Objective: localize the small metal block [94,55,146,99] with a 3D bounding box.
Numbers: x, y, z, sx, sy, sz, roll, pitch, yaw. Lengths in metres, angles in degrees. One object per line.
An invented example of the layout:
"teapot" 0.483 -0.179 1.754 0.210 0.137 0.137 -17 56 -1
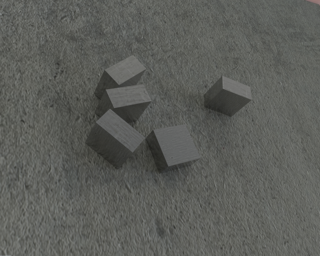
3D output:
"small metal block" -0.052 -0.060 0.396 0.025 0.050 0.050 47 51 4

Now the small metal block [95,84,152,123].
"small metal block" -0.046 -0.026 0.379 0.050 0.050 0.025 -14 69 -34

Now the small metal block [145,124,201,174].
"small metal block" 0.017 0.026 0.397 0.050 0.025 0.050 -10 67 -32

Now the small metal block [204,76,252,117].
"small metal block" 0.102 -0.047 0.471 0.050 0.050 0.025 18 55 -18

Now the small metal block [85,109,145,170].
"small metal block" -0.052 0.014 0.351 0.050 0.050 0.025 40 51 -2
